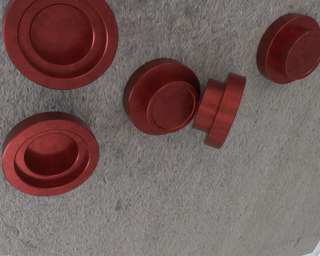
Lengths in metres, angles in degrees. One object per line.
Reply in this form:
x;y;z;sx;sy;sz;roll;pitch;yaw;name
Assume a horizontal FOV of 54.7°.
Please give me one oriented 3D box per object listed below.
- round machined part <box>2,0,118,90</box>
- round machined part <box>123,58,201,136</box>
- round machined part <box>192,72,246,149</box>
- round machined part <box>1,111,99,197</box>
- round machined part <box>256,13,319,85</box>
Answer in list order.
-0.093;-0.089;0.290;0.099;0.042;0.097;-14;124;-21;round machined part
0.008;-0.032;0.380;0.099;0.042;0.097;-14;124;-21;round machined part
0.071;-0.025;0.396;0.042;0.098;0.097;19;114;6;round machined part
-0.121;0.025;0.345;0.099;0.042;0.097;-14;124;-21;round machined part
0.188;-0.106;0.433;0.099;0.042;0.097;-14;124;-21;round machined part
